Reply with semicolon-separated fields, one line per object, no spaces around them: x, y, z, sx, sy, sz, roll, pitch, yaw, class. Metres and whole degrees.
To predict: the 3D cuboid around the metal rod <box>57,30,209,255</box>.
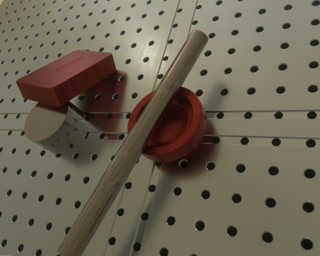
-0.022;0.008;0.360;0.025;0.025;0.300;20;72;35;metal rod

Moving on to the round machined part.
0.012;-0.002;0.391;0.098;0.042;0.098;-13;56;20;round machined part

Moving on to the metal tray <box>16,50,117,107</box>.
-0.145;-0.084;0.494;0.090;0.030;0.131;14;41;33;metal tray

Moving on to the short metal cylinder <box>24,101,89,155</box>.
-0.158;-0.005;0.476;0.080;0.050;0.080;-13;57;21;short metal cylinder
